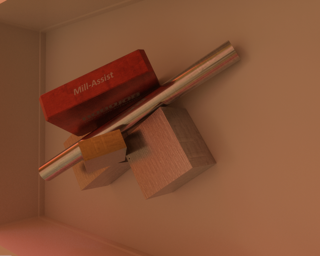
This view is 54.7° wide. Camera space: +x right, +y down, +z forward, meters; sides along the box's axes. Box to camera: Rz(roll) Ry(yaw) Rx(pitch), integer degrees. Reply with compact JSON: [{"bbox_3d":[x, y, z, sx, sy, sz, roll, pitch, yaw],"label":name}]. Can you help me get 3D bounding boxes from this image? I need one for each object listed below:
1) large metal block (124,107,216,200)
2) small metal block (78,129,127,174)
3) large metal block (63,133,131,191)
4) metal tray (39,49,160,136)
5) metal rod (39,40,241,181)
[{"bbox_3d":[0.008,0.030,0.381,0.080,0.050,0.080,-41,66,32],"label":"large metal block"},{"bbox_3d":[-0.070,0.029,0.381,0.050,0.050,0.025,110,138,-64],"label":"small metal block"},{"bbox_3d":[-0.089,0.035,0.457,0.080,0.050,0.080,-41,66,32],"label":"large metal block"},{"bbox_3d":[-0.064,-0.038,0.379,0.130,0.090,0.030,-25,73,3],"label":"metal tray"},{"bbox_3d":[-0.039,-0.011,0.387,0.300,0.025,0.025,-32,70,19],"label":"metal rod"}]
